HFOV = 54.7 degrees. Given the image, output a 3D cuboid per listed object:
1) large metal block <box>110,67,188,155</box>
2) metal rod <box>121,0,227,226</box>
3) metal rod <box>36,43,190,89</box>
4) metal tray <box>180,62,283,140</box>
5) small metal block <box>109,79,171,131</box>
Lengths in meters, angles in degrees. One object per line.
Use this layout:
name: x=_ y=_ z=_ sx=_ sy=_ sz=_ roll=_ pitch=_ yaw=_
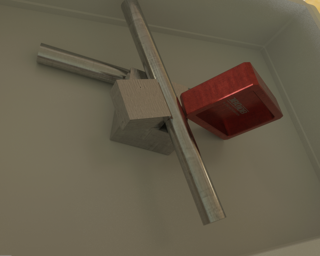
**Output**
large metal block: x=-0.012 y=-0.020 z=0.395 sx=0.081 sy=0.050 sz=0.080 roll=17 pitch=55 yaw=-19
metal rod: x=0.007 y=-0.036 z=0.367 sx=0.025 sy=0.025 sz=0.299 roll=-7 pitch=65 yaw=-32
metal rod: x=-0.012 y=-0.060 z=0.436 sx=0.302 sy=0.025 sz=0.025 roll=14 pitch=56 yaw=-21
metal tray: x=0.096 y=-0.027 z=0.398 sx=0.130 sy=0.090 sz=0.030 roll=25 pitch=46 yaw=-54
small metal block: x=-0.022 y=-0.027 z=0.345 sx=0.050 sy=0.025 sz=0.050 roll=-7 pitch=65 yaw=-32
